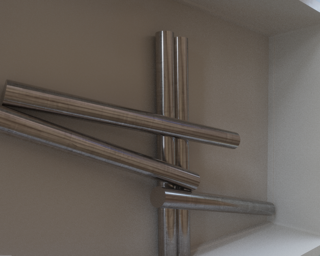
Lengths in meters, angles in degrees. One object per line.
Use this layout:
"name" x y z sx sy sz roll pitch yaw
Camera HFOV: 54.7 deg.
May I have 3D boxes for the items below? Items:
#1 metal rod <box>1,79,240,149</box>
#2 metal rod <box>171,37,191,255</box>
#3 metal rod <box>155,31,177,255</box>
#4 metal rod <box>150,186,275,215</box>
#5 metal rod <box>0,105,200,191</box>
"metal rod" -0.018 -0.007 0.366 0.302 0.025 0.025 12 83 -32
"metal rod" 0.028 0.027 0.428 0.025 0.025 0.298 -1 91 -40
"metal rod" 0.008 0.024 0.412 0.025 0.025 0.298 -2 91 -40
"metal rod" 0.100 0.115 0.469 0.302 0.025 0.025 19 78 -44
"metal rod" -0.073 0.022 0.328 0.302 0.025 0.025 23 76 -32
